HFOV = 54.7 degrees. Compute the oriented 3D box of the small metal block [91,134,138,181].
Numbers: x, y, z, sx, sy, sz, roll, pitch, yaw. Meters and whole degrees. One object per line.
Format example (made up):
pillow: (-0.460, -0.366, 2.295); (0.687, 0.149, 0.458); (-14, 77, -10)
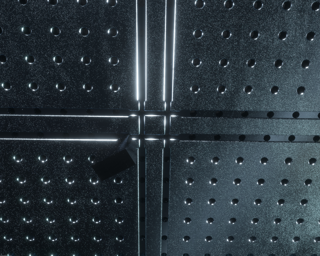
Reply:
small metal block: (-0.059, 0.038, 0.413); (0.050, 0.050, 0.025); (-27, 108, 9)
